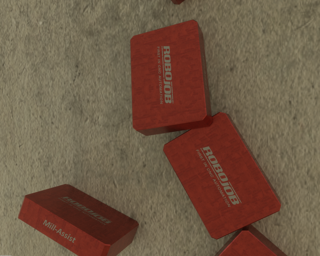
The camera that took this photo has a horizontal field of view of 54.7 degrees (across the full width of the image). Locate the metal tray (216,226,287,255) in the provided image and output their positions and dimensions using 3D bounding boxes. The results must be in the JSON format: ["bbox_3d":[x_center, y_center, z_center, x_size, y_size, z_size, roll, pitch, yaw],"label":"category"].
[{"bbox_3d":[0.097,0.193,0.372,0.090,0.030,0.130,41,102,15],"label":"metal tray"}]

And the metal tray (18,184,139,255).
[{"bbox_3d":[-0.104,0.122,0.409,0.130,0.090,0.030,23,98,18],"label":"metal tray"}]

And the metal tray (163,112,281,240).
[{"bbox_3d":[0.074,0.057,0.380,0.090,0.030,0.130,-32,80,16],"label":"metal tray"}]

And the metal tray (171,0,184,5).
[{"bbox_3d":[0.021,-0.240,0.398,0.090,0.030,0.130,-33,80,16],"label":"metal tray"}]

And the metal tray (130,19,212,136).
[{"bbox_3d":[0.011,-0.061,0.384,0.090,0.030,0.129,-9,72,19],"label":"metal tray"}]
